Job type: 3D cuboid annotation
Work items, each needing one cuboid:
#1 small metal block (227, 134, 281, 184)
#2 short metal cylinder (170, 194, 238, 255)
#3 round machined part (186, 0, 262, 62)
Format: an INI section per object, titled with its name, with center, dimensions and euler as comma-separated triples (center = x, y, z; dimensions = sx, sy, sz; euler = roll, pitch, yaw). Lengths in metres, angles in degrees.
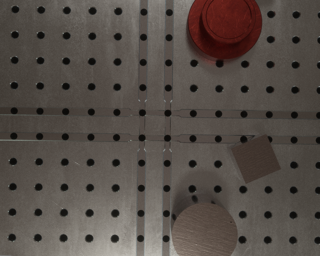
[small metal block]
center = 0.125, 0.040, 0.415
dimensions = 0.050, 0.025, 0.050
euler = -23, 90, -1
[short metal cylinder]
center = 0.055, 0.131, 0.402
dimensions = 0.081, 0.050, 0.079
euler = 0, 90, -1
[round machined part]
center = 0.086, -0.139, 0.406
dimensions = 0.099, 0.042, 0.097
euler = 0, 90, -1
